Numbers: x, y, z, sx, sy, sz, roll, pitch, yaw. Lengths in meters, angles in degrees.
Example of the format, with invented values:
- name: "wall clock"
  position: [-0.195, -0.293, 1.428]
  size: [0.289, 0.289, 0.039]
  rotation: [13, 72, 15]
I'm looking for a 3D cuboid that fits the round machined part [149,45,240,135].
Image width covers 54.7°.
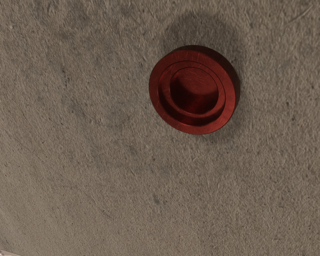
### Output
- name: "round machined part"
  position: [0.040, -0.045, 0.346]
  size: [0.098, 0.042, 0.097]
  rotation: [13, 124, 20]
